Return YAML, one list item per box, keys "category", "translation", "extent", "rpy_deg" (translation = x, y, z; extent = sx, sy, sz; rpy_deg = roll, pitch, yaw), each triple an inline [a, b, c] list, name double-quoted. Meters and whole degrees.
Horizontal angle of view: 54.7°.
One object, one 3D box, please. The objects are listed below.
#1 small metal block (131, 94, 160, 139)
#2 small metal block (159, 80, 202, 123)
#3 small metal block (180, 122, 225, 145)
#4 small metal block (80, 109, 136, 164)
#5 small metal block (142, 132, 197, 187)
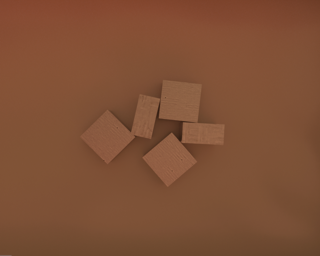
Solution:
- category: "small metal block"
  translation: [-0.018, -0.014, 0.396]
  extent: [0.025, 0.050, 0.050]
  rpy_deg: [13, 90, 0]
- category: "small metal block"
  translation: [0.026, -0.034, 0.410]
  extent: [0.050, 0.025, 0.050]
  rpy_deg: [6, 90, -1]
- category: "small metal block"
  translation: [0.052, 0.007, 0.397]
  extent: [0.050, 0.050, 0.025]
  rpy_deg: [3, 90, -1]
- category: "small metal block"
  translation: [-0.067, 0.011, 0.409]
  extent: [0.050, 0.025, 0.050]
  rpy_deg: [-45, 91, 0]
- category: "small metal block"
  translation: [0.013, 0.041, 0.409]
  extent: [0.050, 0.025, 0.050]
  rpy_deg: [-41, 91, 0]
